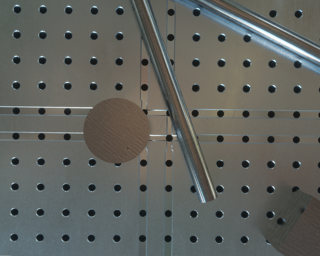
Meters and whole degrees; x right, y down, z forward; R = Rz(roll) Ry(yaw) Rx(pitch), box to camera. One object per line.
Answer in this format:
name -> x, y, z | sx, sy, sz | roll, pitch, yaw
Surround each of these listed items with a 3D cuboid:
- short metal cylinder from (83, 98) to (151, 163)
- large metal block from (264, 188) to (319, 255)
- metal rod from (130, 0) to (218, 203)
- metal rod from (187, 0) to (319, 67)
short metal cylinder -> -0.053, 0.003, 0.400 | 0.081, 0.050, 0.079 | 0, 90, 0
large metal block -> 0.199, 0.139, 0.403 | 0.080, 0.050, 0.080 | 33, 90, 0
metal rod -> 0.016, -0.046, 0.413 | 0.025, 0.025, 0.299 | -19, 90, 0
metal rod -> 0.104, -0.152, 0.413 | 0.301, 0.025, 0.025 | 27, 90, 0
